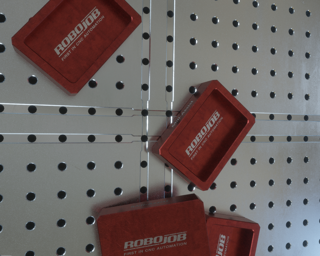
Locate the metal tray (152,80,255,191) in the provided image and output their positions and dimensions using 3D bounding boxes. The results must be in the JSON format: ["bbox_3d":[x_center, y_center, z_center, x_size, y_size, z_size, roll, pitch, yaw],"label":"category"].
[{"bbox_3d":[0.063,0.009,0.432,0.090,0.030,0.130,41,77,-15],"label":"metal tray"}]

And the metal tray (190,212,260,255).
[{"bbox_3d":[0.086,0.192,0.441,0.091,0.030,0.129,14,85,-20],"label":"metal tray"}]

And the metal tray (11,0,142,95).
[{"bbox_3d":[-0.096,-0.115,0.373,0.090,0.030,0.130,42,77,-15],"label":"metal tray"}]

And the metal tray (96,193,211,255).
[{"bbox_3d":[-0.007,0.139,0.390,0.131,0.030,0.090,-8,93,-5],"label":"metal tray"}]
